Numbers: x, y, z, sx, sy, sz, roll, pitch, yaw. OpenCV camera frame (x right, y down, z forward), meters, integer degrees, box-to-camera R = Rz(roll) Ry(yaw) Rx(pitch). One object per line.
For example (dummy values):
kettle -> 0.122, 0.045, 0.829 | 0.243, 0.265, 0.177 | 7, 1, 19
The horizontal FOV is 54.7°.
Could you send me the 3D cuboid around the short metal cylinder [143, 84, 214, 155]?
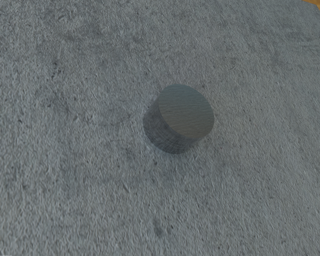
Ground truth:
short metal cylinder -> 0.024, -0.011, 0.411 | 0.081, 0.050, 0.080 | 14, 56, -21
